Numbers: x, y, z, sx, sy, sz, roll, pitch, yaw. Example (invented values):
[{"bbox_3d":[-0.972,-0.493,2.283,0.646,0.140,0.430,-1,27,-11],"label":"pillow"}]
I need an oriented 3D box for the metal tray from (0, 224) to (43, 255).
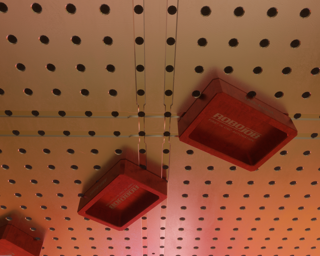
[{"bbox_3d":[-0.312,0.241,0.609,0.130,0.030,0.090,-25,126,19],"label":"metal tray"}]

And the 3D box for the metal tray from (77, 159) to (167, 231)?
[{"bbox_3d":[-0.062,0.114,0.504,0.090,0.030,0.129,32,123,-25],"label":"metal tray"}]

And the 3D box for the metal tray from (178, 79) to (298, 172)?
[{"bbox_3d":[0.101,0.001,0.410,0.131,0.030,0.089,24,126,-20],"label":"metal tray"}]
